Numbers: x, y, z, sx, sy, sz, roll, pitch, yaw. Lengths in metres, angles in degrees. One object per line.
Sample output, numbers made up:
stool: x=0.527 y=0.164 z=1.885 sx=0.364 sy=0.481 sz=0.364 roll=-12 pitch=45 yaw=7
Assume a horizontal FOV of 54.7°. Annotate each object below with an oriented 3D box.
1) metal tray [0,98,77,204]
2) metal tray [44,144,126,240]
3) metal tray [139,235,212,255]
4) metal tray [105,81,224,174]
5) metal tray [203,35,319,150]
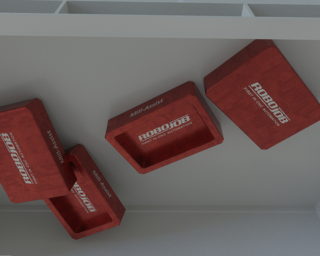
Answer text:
metal tray: x=-0.176 y=0.033 z=0.406 sx=0.090 sy=0.030 sz=0.129 roll=-12 pitch=113 yaw=13
metal tray: x=-0.122 y=0.097 z=0.459 sx=0.090 sy=0.030 sz=0.130 roll=-24 pitch=107 yaw=19
metal tray: x=0.031 y=0.267 z=0.635 sx=0.131 sy=0.030 sz=0.089 roll=18 pitch=128 yaw=-15
metal tray: x=0.006 y=0.005 z=0.409 sx=0.130 sy=0.030 sz=0.090 roll=-24 pitch=126 yaw=19
metal tray: x=0.127 y=-0.037 z=0.376 sx=0.090 sy=0.030 sz=0.130 roll=-36 pitch=122 yaw=26
